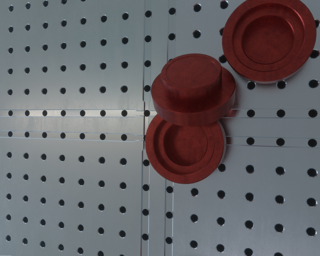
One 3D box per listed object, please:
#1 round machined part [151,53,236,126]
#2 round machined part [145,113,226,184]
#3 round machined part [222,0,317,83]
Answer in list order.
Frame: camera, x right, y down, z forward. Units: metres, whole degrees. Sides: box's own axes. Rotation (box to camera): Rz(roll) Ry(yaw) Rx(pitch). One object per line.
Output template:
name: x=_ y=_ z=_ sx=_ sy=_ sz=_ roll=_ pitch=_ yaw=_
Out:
round machined part: x=0.038 y=-0.051 z=0.361 sx=0.098 sy=0.042 sz=0.098 roll=-6 pitch=45 yaw=6
round machined part: x=0.034 y=0.019 z=0.392 sx=0.098 sy=0.042 sz=0.097 roll=0 pitch=90 yaw=20
round machined part: x=0.125 y=-0.100 z=0.360 sx=0.098 sy=0.042 sz=0.097 roll=0 pitch=90 yaw=20
